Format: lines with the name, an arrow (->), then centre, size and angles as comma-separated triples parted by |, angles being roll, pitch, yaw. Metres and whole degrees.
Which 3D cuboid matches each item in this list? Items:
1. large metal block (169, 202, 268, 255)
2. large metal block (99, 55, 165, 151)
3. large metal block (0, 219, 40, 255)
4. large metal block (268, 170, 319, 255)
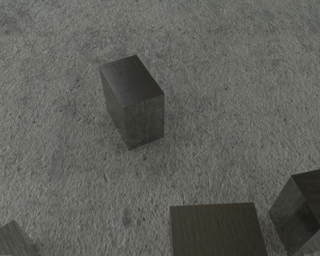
large metal block -> 0.051, 0.119, 0.287 | 0.081, 0.050, 0.080 | -2, 50, -2
large metal block -> -0.035, -0.032, 0.394 | 0.050, 0.080, 0.080 | -21, 53, -16
large metal block -> -0.140, 0.143, 0.266 | 0.081, 0.050, 0.080 | -31, 57, -24
large metal block -> 0.164, 0.080, 0.301 | 0.081, 0.080, 0.050 | -10, 51, -8
